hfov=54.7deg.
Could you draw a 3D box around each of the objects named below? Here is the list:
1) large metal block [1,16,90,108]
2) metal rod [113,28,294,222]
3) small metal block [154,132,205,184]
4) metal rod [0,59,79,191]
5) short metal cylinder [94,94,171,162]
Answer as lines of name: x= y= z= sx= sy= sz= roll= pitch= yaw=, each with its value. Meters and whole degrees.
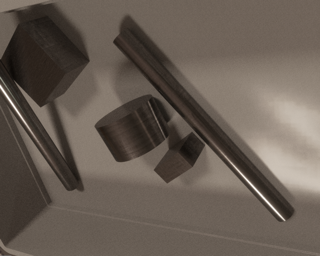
large metal block: x=-0.157 y=-0.088 z=0.418 sx=0.080 sy=0.050 sz=0.080 roll=48 pitch=129 yaw=-6
metal rod: x=0.056 y=0.000 z=0.378 sx=0.300 sy=0.025 sz=0.025 roll=47 pitch=129 yaw=-5
small metal block: x=0.026 y=0.038 z=0.402 sx=0.025 sy=0.050 sz=0.050 roll=46 pitch=129 yaw=-4
metal rod: x=-0.192 y=-0.008 z=0.459 sx=0.025 sy=0.025 sz=0.299 roll=5 pitch=134 yaw=25
short metal cylinder: x=-0.034 y=-0.001 z=0.389 sx=0.080 sy=0.080 sz=0.050 roll=-17 pitch=109 yaw=34
